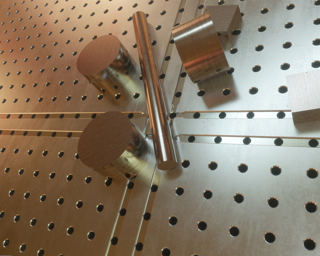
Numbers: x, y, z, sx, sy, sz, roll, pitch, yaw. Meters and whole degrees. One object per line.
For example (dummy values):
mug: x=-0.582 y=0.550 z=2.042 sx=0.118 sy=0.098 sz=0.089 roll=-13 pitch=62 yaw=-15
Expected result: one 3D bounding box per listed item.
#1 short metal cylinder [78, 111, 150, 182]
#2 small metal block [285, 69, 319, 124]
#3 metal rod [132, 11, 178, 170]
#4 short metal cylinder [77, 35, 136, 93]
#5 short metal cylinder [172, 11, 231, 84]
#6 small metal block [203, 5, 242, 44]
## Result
short metal cylinder: x=-0.060 y=0.025 z=0.409 sx=0.080 sy=0.050 sz=0.080 roll=-13 pitch=56 yaw=21
small metal block: x=0.170 y=-0.036 z=0.341 sx=0.050 sy=0.025 sz=0.050 roll=-9 pitch=58 yaw=23
metal rod: x=-0.014 y=-0.075 z=0.461 sx=0.025 sy=0.025 sz=0.299 roll=-22 pitch=53 yaw=15
short metal cylinder: x=-0.086 y=-0.103 z=0.501 sx=0.080 sy=0.050 sz=0.080 roll=-13 pitch=56 yaw=21
short metal cylinder: x=0.055 y=-0.104 z=0.408 sx=0.050 sy=0.080 sz=0.080 roll=-21 pitch=54 yaw=16
small metal block: x=0.086 y=-0.153 z=0.457 sx=0.050 sy=0.025 sz=0.050 roll=13 pitch=68 yaw=33
